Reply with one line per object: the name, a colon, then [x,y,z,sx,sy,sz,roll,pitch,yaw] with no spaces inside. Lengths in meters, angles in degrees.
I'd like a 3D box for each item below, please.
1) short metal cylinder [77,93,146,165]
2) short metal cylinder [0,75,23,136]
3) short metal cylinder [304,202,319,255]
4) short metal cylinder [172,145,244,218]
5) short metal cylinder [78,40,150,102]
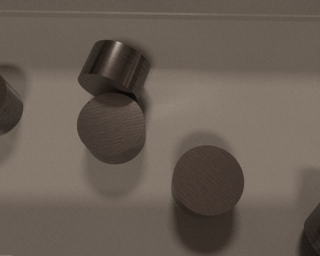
short metal cylinder: [-0.059,0.002,0.395,0.081,0.050,0.080,0,70,0]
short metal cylinder: [-0.230,-0.032,0.405,0.081,0.050,0.080,0,70,0]
short metal cylinder: [0.209,0.111,0.338,0.081,0.050,0.080,13,33,-8]
short metal cylinder: [0.055,0.066,0.373,0.081,0.050,0.080,0,70,0]
short metal cylinder: [-0.059,-0.069,0.405,0.080,0.080,0.050,17,71,6]
